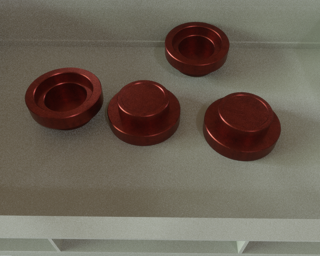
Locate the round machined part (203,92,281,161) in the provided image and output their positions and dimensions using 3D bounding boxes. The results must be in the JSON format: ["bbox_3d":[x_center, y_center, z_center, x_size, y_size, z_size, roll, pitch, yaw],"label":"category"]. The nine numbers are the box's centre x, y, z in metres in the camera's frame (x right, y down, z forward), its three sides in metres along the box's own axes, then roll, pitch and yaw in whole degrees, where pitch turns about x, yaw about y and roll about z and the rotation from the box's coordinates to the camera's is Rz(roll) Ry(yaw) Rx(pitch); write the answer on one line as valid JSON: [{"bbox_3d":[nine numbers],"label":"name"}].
[{"bbox_3d":[0.107,-0.009,0.402,0.099,0.042,0.098,0,50,0],"label":"round machined part"}]

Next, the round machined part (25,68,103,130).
[{"bbox_3d":[-0.127,-0.035,0.423,0.099,0.042,0.098,0,50,0],"label":"round machined part"}]

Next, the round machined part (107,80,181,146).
[{"bbox_3d":[-0.022,-0.027,0.416,0.099,0.042,0.098,0,50,0],"label":"round machined part"}]

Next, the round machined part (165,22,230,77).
[{"bbox_3d":[0.057,-0.120,0.490,0.099,0.042,0.098,0,56,1],"label":"round machined part"}]
